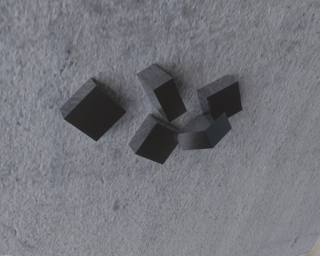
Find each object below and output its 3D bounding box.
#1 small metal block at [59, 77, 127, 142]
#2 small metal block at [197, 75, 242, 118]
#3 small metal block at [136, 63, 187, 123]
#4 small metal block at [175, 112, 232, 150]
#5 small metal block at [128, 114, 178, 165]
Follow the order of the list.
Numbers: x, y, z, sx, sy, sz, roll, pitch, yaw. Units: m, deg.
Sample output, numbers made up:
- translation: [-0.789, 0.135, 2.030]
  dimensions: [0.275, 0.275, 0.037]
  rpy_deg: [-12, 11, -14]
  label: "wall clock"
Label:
- translation: [-0.076, -0.020, 0.354]
  dimensions: [0.050, 0.025, 0.050]
  rpy_deg: [-45, 130, 3]
  label: "small metal block"
- translation: [0.084, -0.038, 0.431]
  dimensions: [0.050, 0.025, 0.050]
  rpy_deg: [-28, 129, -11]
  label: "small metal block"
- translation: [0.002, -0.042, 0.367]
  dimensions: [0.025, 0.050, 0.050]
  rpy_deg: [-34, 129, -7]
  label: "small metal block"
- translation: [0.057, 0.004, 0.407]
  dimensions: [0.050, 0.050, 0.025]
  rpy_deg: [-39, 110, -39]
  label: "small metal block"
- translation: [-0.005, 0.016, 0.415]
  dimensions: [0.050, 0.025, 0.050]
  rpy_deg: [26, 104, -37]
  label: "small metal block"
